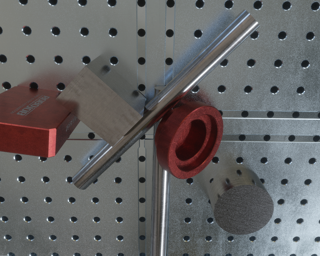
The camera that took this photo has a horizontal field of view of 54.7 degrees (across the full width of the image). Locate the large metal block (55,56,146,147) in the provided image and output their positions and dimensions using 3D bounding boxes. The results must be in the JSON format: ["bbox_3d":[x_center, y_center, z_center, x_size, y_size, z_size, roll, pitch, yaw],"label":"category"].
[{"bbox_3d":[-0.065,-0.035,0.370,0.080,0.080,0.050,42,105,-14],"label":"large metal block"}]

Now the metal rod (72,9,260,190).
[{"bbox_3d":[-0.006,-0.022,0.378,0.025,0.025,0.299,42,109,-14],"label":"metal rod"}]

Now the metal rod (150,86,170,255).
[{"bbox_3d":[0.001,0.089,0.446,0.025,0.025,0.298,2,110,-1],"label":"metal rod"}]

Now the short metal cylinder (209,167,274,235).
[{"bbox_3d":[0.113,0.102,0.440,0.081,0.050,0.079,0,110,-1],"label":"short metal cylinder"}]

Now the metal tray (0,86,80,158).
[{"bbox_3d":[-0.145,-0.013,0.351,0.091,0.130,0.030,8,110,-4],"label":"metal tray"}]

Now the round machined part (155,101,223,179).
[{"bbox_3d":[0.032,0.012,0.392,0.099,0.042,0.097,-23,126,-35],"label":"round machined part"}]
